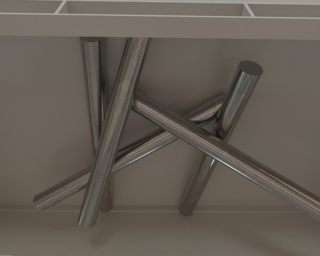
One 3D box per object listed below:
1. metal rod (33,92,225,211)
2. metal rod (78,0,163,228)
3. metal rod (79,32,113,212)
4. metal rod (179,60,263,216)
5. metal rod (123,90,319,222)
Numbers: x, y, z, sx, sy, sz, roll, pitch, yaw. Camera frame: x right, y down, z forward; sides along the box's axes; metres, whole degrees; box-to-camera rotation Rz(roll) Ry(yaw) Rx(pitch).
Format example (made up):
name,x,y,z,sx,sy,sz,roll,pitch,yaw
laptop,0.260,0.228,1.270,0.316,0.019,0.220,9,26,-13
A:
name,x,y,z,sx,sy,sz,roll,pitch,yaw
metal rod,-0.043,0.037,0.413,0.300,0.025,0.025,-29,125,12
metal rod,-0.055,0.002,0.366,0.025,0.025,0.298,14,115,-12
metal rod,-0.081,0.017,0.422,0.025,0.025,0.298,3,130,-3
metal rod,0.068,0.039,0.419,0.025,0.025,0.298,7,137,-6
metal rod,0.089,0.038,0.365,0.301,0.025,0.025,31,127,3
